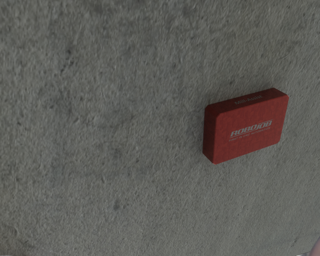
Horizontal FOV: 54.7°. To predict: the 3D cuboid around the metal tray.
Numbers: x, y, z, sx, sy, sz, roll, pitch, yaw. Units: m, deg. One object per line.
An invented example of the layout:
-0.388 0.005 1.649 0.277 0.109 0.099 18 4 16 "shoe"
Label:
0.131 -0.004 0.475 0.131 0.030 0.089 -16 125 -20 "metal tray"
